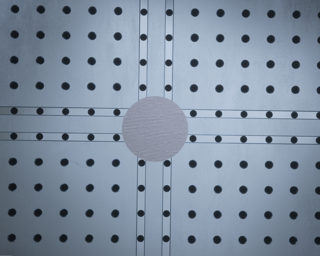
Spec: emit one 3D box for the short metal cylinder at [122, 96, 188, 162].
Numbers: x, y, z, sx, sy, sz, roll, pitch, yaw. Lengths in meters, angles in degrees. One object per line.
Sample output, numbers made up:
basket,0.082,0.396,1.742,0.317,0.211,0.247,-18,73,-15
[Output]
short metal cylinder,-0.006,0.001,0.400,0.081,0.050,0.079,0,90,-1
